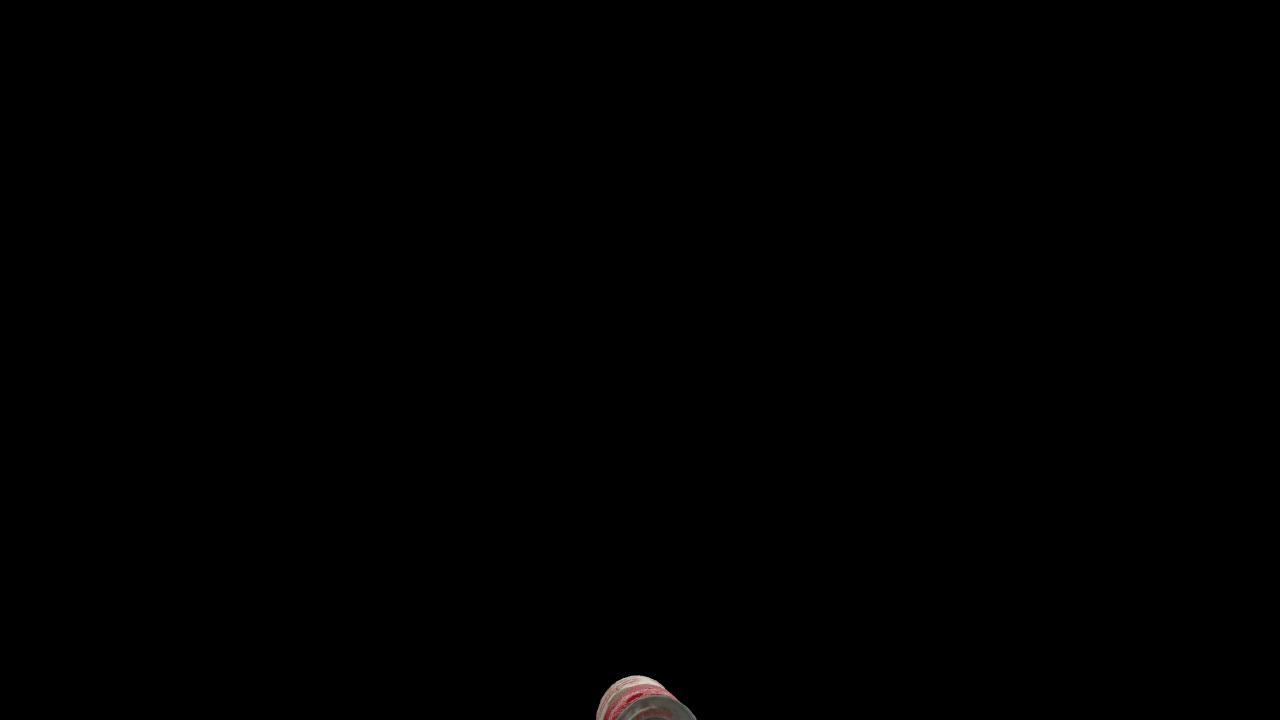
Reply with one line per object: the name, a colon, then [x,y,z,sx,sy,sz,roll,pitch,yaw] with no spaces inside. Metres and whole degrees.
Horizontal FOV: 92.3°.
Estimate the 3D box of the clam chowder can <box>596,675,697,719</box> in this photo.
clam chowder can: [0.004,0.275,0.452,0.068,0.068,0.102,0,-20,-8]
